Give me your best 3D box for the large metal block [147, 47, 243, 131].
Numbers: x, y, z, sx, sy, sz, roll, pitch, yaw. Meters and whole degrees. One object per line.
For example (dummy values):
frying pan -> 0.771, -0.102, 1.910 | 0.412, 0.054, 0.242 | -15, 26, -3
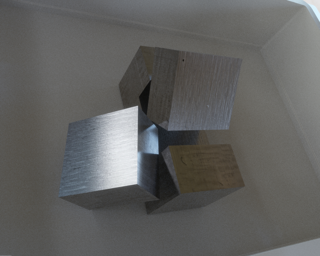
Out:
large metal block -> 0.037, -0.043, 0.344 | 0.081, 0.079, 0.050 | -1, 17, -29

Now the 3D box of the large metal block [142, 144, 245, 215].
large metal block -> 0.033, 0.058, 0.351 | 0.081, 0.080, 0.050 | 0, 62, -29

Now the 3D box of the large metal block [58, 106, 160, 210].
large metal block -> -0.048, 0.032, 0.313 | 0.050, 0.080, 0.080 | 51, 32, -54

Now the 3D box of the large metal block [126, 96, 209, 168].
large metal block -> 0.009, 0.008, 0.391 | 0.081, 0.050, 0.080 | -1, 62, -29

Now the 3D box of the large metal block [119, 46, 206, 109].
large metal block -> 0.001, -0.057, 0.404 | 0.081, 0.080, 0.050 | -1, 63, -29
